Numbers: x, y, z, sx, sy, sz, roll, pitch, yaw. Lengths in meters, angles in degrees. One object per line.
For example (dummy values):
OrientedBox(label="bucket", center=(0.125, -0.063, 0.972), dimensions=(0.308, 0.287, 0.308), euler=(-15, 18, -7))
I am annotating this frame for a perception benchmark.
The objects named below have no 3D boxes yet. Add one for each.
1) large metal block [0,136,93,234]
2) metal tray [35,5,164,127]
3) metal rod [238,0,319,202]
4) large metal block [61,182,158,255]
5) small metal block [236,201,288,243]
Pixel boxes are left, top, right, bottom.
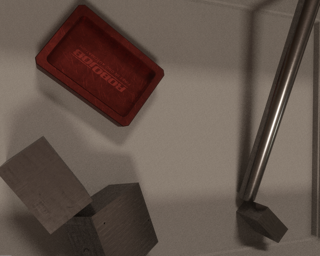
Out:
OrientedBox(label="large metal block", center=(-0.123, 0.056, 0.336), dimensions=(0.050, 0.080, 0.080), euler=(-38, 103, -16))
OrientedBox(label="metal tray", center=(-0.071, -0.073, 0.382), dimensions=(0.130, 0.030, 0.090), euler=(37, 78, -17))
OrientedBox(label="metal rod", center=(0.156, -0.035, 0.412), dimensions=(0.025, 0.025, 0.298), euler=(3, 111, -20))
OrientedBox(label="large metal block", center=(-0.055, 0.118, 0.357), dimensions=(0.080, 0.050, 0.080), euler=(-28, 104, -54))
OrientedBox(label="small metal block", center=(0.149, 0.135, 0.454), dimensions=(0.050, 0.050, 0.025), euler=(46, 76, -15))
